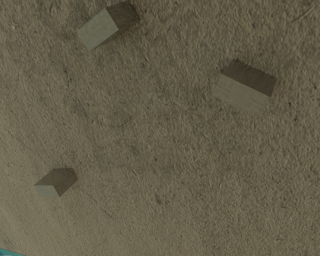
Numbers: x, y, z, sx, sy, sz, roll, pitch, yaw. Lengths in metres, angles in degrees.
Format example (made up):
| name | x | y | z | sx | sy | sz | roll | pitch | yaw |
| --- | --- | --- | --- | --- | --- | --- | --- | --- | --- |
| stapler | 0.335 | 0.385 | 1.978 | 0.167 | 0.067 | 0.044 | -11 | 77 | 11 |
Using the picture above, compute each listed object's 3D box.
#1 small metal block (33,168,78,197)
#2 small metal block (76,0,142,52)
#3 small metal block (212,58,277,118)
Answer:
| name | x | y | z | sx | sy | sz | roll | pitch | yaw |
| --- | --- | --- | --- | --- | --- | --- | --- | --- | --- |
| small metal block | -0.183 | 0.096 | 0.547 | 0.050 | 0.050 | 0.025 | -6 | 115 | 31 |
| small metal block | -0.057 | -0.115 | 0.349 | 0.050 | 0.050 | 0.025 | -23 | 106 | 36 |
| small metal block | 0.088 | -0.043 | 0.318 | 0.050 | 0.050 | 0.025 | 28 | 128 | 10 |
